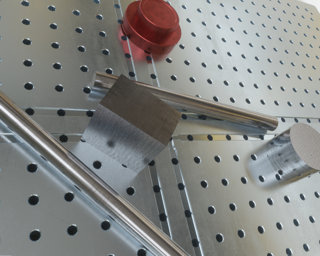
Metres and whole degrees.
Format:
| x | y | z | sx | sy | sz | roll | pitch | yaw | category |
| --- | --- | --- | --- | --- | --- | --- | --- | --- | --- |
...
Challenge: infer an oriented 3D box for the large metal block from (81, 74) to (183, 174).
| x | y | z | sx | sy | sz | roll | pitch | yaw | category |
| --- | --- | --- | --- | --- | --- | --- | --- | --- | --- |
| -0.034 | -0.002 | 0.357 | 0.080 | 0.080 | 0.050 | 33 | 51 | -7 | large metal block |

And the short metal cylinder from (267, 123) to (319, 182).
| x | y | z | sx | sy | sz | roll | pitch | yaw | category |
| --- | --- | --- | --- | --- | --- | --- | --- | --- | --- |
| 0.218 | 0.038 | 0.489 | 0.081 | 0.050 | 0.080 | 14 | 56 | -21 | short metal cylinder |

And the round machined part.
| x | y | z | sx | sy | sz | roll | pitch | yaw | category |
| --- | --- | --- | --- | --- | --- | --- | --- | --- | --- |
| -0.008 | -0.171 | 0.499 | 0.099 | 0.042 | 0.098 | 14 | 56 | -21 | round machined part |

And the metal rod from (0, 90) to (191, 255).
| x | y | z | sx | sy | sz | roll | pitch | yaw | category |
| --- | --- | --- | --- | --- | --- | --- | --- | --- | --- |
| -0.083 | 0.053 | 0.331 | 0.300 | 0.025 | 0.025 | 41 | 51 | 0 | metal rod |

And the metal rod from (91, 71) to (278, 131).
| x | y | z | sx | sy | sz | roll | pitch | yaw | category |
| --- | --- | --- | --- | --- | --- | --- | --- | --- | --- |
| 0.051 | -0.035 | 0.458 | 0.302 | 0.025 | 0.025 | 11 | 57 | -22 | metal rod |
